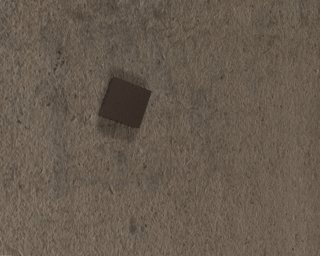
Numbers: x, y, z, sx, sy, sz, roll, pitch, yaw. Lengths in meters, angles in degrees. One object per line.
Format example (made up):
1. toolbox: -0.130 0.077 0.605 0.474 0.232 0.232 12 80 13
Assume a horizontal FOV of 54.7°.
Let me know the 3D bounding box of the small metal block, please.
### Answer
1. small metal block: -0.045 -0.031 0.393 0.050 0.025 0.050 20 83 -19
